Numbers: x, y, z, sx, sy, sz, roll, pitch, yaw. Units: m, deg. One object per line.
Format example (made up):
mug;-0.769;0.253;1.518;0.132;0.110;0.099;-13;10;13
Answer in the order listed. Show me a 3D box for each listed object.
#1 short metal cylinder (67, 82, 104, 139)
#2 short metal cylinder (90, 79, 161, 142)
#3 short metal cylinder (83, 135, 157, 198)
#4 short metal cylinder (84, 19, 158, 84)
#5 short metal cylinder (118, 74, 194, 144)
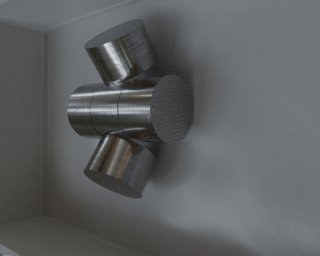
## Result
short metal cylinder;-0.081;-0.024;0.436;0.050;0.081;0.079;2;91;40
short metal cylinder;-0.042;-0.023;0.404;0.050;0.081;0.079;2;91;40
short metal cylinder;-0.051;0.051;0.401;0.080;0.080;0.050;0;56;40
short metal cylinder;-0.049;-0.099;0.400;0.080;0.080;0.050;3;129;40
short metal cylinder;-0.003;-0.022;0.372;0.050;0.081;0.079;2;91;40
